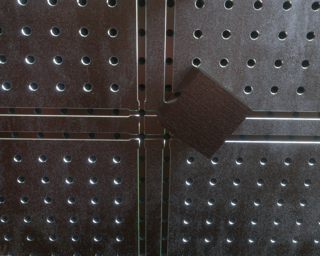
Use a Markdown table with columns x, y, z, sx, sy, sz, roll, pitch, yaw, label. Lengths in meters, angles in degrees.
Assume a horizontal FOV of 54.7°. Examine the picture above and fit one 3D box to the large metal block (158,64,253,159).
| x | y | z | sx | sy | sz | roll | pitch | yaw | label |
| --- | --- | --- | --- | --- | --- | --- | --- | --- | --- |
| 0.054 | -0.021 | 0.393 | 0.080 | 0.050 | 0.080 | 35 | 106 | -12 | large metal block |
